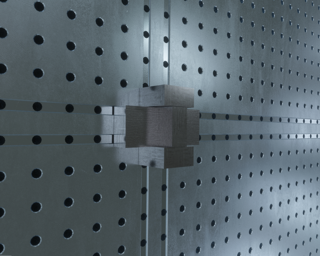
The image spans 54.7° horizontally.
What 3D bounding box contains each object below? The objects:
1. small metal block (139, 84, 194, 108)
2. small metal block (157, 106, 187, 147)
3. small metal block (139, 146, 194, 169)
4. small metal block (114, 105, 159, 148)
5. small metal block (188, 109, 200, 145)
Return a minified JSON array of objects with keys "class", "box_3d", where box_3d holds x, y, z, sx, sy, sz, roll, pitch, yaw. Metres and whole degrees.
[{"class":"small metal block","box_3d":[0.008,-0.039,0.401,0.050,0.050,0.025,1,90,-40]},{"class":"small metal block","box_3d":[0.008,-0.002,0.401,0.025,0.050,0.050,1,90,-40]},{"class":"small metal block","box_3d":[0.008,0.036,0.401,0.050,0.050,0.025,1,90,-40]},{"class":"small metal block","box_3d":[-0.029,-0.002,0.386,0.050,0.025,0.050,1,90,-40]},{"class":"small metal block","box_3d":[0.029,-0.001,0.435,0.050,0.025,0.050,1,89,-40]}]
